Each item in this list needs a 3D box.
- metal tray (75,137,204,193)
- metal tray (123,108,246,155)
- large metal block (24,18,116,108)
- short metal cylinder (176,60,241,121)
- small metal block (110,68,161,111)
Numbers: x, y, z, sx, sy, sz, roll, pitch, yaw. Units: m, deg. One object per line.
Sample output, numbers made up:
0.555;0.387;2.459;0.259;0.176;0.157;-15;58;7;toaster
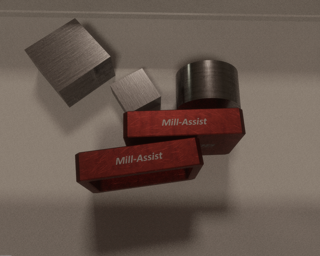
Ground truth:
-0.022;0.046;0.358;0.131;0.090;0.030;-7;71;-3;metal tray
0.026;0.009;0.372;0.131;0.090;0.030;-2;70;-1;metal tray
-0.121;-0.089;0.428;0.080;0.050;0.080;-38;75;-13;large metal block
0.061;-0.044;0.397;0.081;0.080;0.050;1;70;0;short metal cylinder
-0.033;-0.046;0.426;0.050;0.025;0.050;-29;73;-11;small metal block
